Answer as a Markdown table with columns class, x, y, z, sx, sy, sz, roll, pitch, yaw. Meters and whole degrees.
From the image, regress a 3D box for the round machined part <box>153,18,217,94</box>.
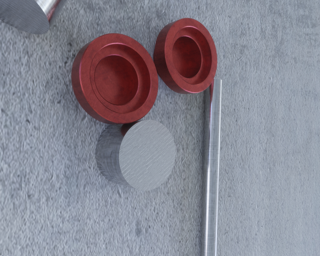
| class | x | y | z | sx | sy | sz | roll | pitch | yaw |
| --- | --- | --- | --- | --- | --- | --- | --- | --- | --- |
| round machined part | 0.030 | -0.095 | 0.421 | 0.099 | 0.042 | 0.097 | 0 | 90 | -40 |

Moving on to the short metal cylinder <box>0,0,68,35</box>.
| class | x | y | z | sx | sy | sz | roll | pitch | yaw |
| --- | --- | --- | --- | --- | --- | --- | --- | --- | --- |
| short metal cylinder | -0.121 | -0.128 | 0.268 | 0.080 | 0.080 | 0.050 | 36 | 68 | -35 |

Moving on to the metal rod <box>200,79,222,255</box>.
| class | x | y | z | sx | sy | sz | roll | pitch | yaw |
| --- | --- | --- | --- | --- | --- | --- | --- | --- | --- |
| metal rod | 0.078 | 0.076 | 0.472 | 0.025 | 0.025 | 0.298 | 3 | 88 | -40 |

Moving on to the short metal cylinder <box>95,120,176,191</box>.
| class | x | y | z | sx | sy | sz | roll | pitch | yaw |
| --- | --- | --- | --- | --- | --- | --- | --- | --- | --- |
| short metal cylinder | -0.028 | 0.030 | 0.367 | 0.081 | 0.050 | 0.079 | 0 | 91 | -40 |

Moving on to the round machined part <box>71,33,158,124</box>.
| class | x | y | z | sx | sy | sz | roll | pitch | yaw |
| --- | --- | --- | --- | --- | --- | --- | --- | --- | --- |
| round machined part | -0.053 | -0.052 | 0.348 | 0.099 | 0.042 | 0.097 | 2 | 86 | -39 |
